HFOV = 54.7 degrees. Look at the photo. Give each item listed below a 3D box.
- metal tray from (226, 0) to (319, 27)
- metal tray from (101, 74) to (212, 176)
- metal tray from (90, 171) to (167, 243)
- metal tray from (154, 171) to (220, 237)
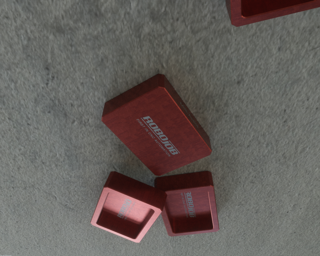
[{"bbox_3d":[0.098,-0.148,0.249,0.090,0.030,0.130,-12,151,9],"label":"metal tray"},{"bbox_3d":[-0.001,0.002,0.406,0.090,0.030,0.130,-26,126,20],"label":"metal tray"},{"bbox_3d":[-0.053,0.129,0.489,0.090,0.030,0.129,23,135,-3],"label":"metal tray"},{"bbox_3d":[0.047,0.129,0.514,0.090,0.030,0.129,-9,130,7],"label":"metal tray"}]
